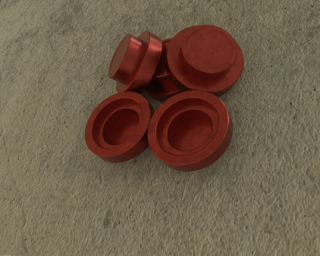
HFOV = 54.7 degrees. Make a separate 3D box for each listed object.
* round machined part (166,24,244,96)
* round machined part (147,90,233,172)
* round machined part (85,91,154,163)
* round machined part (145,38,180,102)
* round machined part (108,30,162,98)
[{"bbox_3d":[0.058,-0.090,0.390,0.099,0.042,0.098,2,71,-5],"label":"round machined part"},{"bbox_3d":[0.038,0.007,0.369,0.098,0.042,0.098,-13,56,20],"label":"round machined part"},{"bbox_3d":[-0.048,0.002,0.417,0.098,0.042,0.098,-13,56,20],"label":"round machined part"},{"bbox_3d":[0.015,-0.088,0.438,0.098,0.042,0.098,-13,56,20],"label":"round machined part"},{"bbox_3d":[-0.041,-0.094,0.442,0.098,0.042,0.098,-44,33,40],"label":"round machined part"}]
